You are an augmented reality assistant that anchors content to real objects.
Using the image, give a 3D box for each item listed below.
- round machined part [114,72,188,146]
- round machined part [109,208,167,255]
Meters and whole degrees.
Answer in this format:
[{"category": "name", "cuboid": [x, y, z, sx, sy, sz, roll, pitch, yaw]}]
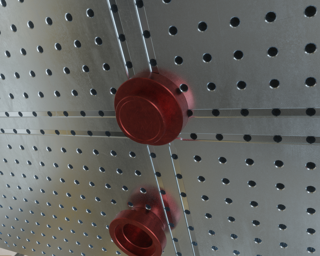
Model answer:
[{"category": "round machined part", "cuboid": [-0.017, -0.018, 0.397, 0.098, 0.042, 0.097, 13, 124, 20]}, {"category": "round machined part", "cuboid": [-0.033, 0.175, 0.524, 0.098, 0.042, 0.097, 13, 124, 20]}]
